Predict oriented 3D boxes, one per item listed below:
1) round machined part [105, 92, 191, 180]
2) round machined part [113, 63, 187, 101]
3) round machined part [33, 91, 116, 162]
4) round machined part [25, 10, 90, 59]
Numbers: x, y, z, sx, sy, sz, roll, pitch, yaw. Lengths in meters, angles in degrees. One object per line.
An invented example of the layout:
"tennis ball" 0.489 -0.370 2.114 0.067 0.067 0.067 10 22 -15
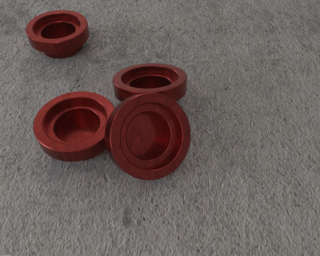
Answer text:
"round machined part" -0.017 0.009 0.362 0.099 0.098 0.042 -29 15 -22
"round machined part" -0.013 -0.051 0.423 0.099 0.042 0.098 -1 32 1
"round machined part" -0.102 0.002 0.390 0.099 0.042 0.098 0 50 0
"round machined part" -0.168 -0.154 0.520 0.099 0.042 0.098 0 50 0
